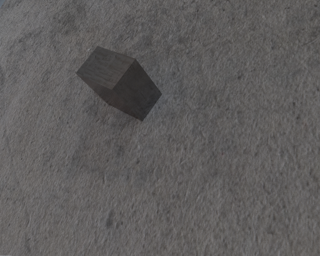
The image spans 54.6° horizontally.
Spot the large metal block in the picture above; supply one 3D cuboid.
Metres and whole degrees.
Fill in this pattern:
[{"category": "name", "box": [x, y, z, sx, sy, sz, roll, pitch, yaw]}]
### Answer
[{"category": "large metal block", "box": [-0.056, -0.062, 0.437, 0.080, 0.080, 0.050, 27, 76, 37]}]
